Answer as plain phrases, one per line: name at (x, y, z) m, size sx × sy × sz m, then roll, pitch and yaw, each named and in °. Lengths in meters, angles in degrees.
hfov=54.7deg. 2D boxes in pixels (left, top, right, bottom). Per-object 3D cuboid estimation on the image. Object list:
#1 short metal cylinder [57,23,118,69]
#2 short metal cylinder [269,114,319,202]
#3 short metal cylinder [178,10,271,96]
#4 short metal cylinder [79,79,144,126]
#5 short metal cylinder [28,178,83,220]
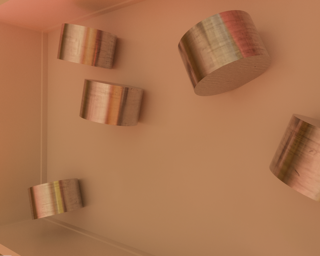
short metal cylinder at (-0.108, -0.120, 0.460) m, size 0.080 × 0.081 × 0.050 m, roll 19°, pitch 102°, yaw 38°
short metal cylinder at (0.140, 0.026, 0.256) m, size 0.080 × 0.081 × 0.050 m, roll 30°, pitch 109°, yaw 36°
short metal cylinder at (0.065, -0.073, 0.318) m, size 0.080 × 0.081 × 0.050 m, roll -30°, pitch 72°, yaw 36°
short metal cylinder at (-0.066, -0.036, 0.426) m, size 0.080 × 0.081 × 0.050 m, roll 17°, pitch 101°, yaw 38°
short metal cylinder at (-0.173, 0.117, 0.514) m, size 0.080 × 0.081 × 0.050 m, roll -22°, pitch 77°, yaw 38°
